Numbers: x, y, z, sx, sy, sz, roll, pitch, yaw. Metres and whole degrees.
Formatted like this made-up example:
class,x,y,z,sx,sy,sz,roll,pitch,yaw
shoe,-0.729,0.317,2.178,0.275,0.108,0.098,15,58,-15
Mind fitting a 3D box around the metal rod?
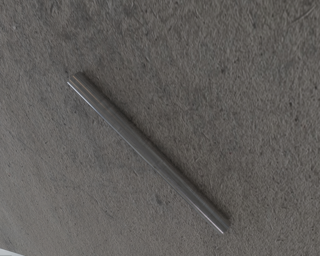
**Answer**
class,x,y,z,sx,sy,sz,roll,pitch,yaw
metal rod,-0.013,0.037,0.436,0.300,0.025,0.025,45,129,-4
